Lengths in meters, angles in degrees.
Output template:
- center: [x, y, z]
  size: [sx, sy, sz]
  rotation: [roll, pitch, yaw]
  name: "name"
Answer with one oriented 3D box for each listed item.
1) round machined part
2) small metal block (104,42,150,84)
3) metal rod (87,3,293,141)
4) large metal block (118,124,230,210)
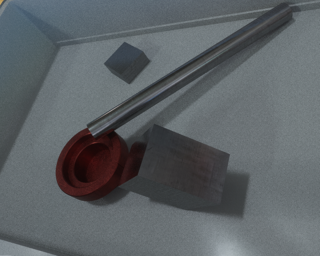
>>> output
- center: [-0.083, 0.049, 0.407]
  size: [0.098, 0.042, 0.098]
  rotation: [-13, 56, 20]
  name: "round machined part"
- center: [-0.053, -0.105, 0.496]
  size: [0.050, 0.025, 0.050]
  rotation: [-49, 52, -7]
  name: "small metal block"
- center: [0.042, -0.075, 0.400]
  size: [0.301, 0.025, 0.025]
  rotation: [-33, 51, -5]
  name: "metal rod"
- center: [0.011, 0.044, 0.315]
  size: [0.080, 0.080, 0.050]
  rotation: [138, 151, -63]
  name: "large metal block"
